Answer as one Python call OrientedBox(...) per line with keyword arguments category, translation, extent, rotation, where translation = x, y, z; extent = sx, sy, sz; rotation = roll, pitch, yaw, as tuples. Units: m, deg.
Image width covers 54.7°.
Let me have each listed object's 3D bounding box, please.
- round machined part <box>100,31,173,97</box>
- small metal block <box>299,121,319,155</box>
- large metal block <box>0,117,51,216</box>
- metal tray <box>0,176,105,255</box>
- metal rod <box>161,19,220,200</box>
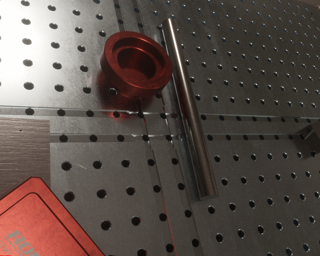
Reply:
OrientedBox(category="round machined part", translation=(-0.035, -0.083, 0.430), extent=(0.099, 0.042, 0.098), rotation=(14, 56, -21))
OrientedBox(category="small metal block", translation=(0.288, 0.016, 0.557), extent=(0.050, 0.025, 0.050), rotation=(-13, 69, -34))
OrientedBox(category="large metal block", translation=(-0.149, 0.037, 0.290), extent=(0.081, 0.050, 0.080), rotation=(3, 60, -27))
OrientedBox(category="metal tray", translation=(-0.097, 0.114, 0.246), extent=(0.090, 0.030, 0.130), rotation=(-40, 102, -25))
OrientedBox(category="metal rod", translation=(0.038, -0.044, 0.457), extent=(0.025, 0.025, 0.299), rotation=(4, 60, -27))
